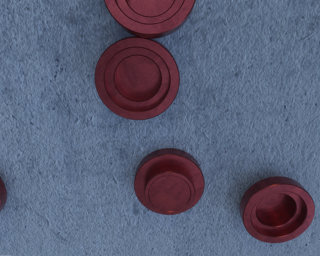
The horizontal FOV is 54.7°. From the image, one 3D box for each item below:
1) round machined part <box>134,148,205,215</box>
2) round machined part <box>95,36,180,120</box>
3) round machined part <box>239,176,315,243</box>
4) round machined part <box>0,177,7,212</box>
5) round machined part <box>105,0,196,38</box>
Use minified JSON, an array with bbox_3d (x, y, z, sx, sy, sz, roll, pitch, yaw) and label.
[{"bbox_3d":[0.013,0.081,0.431,0.099,0.042,0.097,0,110,0],"label":"round machined part"},{"bbox_3d":[-0.026,-0.062,0.377,0.099,0.042,0.097,0,110,0],"label":"round machined part"},{"bbox_3d":[0.163,0.112,0.443,0.099,0.042,0.097,0,110,0],"label":"round machined part"},{"bbox_3d":[-0.262,0.087,0.430,0.099,0.042,0.097,0,110,0],"label":"round machined part"},{"bbox_3d":[-0.010,-0.147,0.338,0.099,0.042,0.097,0,95,1],"label":"round machined part"}]
